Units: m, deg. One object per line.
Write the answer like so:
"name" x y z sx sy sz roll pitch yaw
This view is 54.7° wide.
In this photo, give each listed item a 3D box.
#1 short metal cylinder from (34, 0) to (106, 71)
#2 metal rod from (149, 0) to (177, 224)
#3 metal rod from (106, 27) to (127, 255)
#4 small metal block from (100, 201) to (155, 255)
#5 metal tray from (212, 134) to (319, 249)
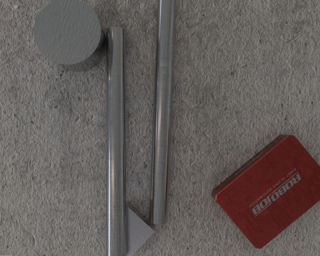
"short metal cylinder" -0.111 -0.116 0.396 0.081 0.050 0.079 0 90 0
"metal rod" 0.004 -0.026 0.409 0.025 0.025 0.298 2 90 0
"metal rod" -0.056 0.020 0.394 0.025 0.025 0.298 -1 84 0
"small metal block" -0.042 0.134 0.410 0.050 0.025 0.050 43 90 0
"metal tray" 0.147 0.081 0.409 0.130 0.030 0.090 -40 90 0
